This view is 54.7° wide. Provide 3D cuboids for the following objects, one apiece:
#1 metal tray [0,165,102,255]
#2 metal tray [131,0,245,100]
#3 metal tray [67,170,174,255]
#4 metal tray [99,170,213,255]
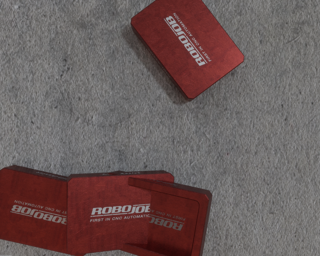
[{"bbox_3d":[-0.149,0.107,0.406,0.131,0.030,0.089,13,90,0],"label":"metal tray"},{"bbox_3d":[0.035,-0.112,0.408,0.090,0.030,0.130,-37,90,0],"label":"metal tray"},{"bbox_3d":[-0.049,0.102,0.388,0.131,0.030,0.089,0,90,-18],"label":"metal tray"},{"bbox_3d":[-0.009,0.109,0.380,0.130,0.030,0.089,10,90,17],"label":"metal tray"}]
